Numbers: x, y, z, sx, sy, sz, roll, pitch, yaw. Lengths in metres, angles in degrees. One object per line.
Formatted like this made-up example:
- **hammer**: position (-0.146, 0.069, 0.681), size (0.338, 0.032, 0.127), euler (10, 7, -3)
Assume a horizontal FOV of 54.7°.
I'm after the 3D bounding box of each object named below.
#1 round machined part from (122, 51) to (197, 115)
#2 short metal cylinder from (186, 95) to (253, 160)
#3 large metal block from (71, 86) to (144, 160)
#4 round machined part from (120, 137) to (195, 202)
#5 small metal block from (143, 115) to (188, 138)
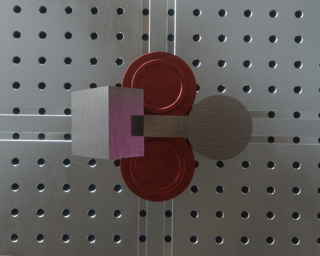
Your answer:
- **round machined part**: position (-0.001, -0.052, 0.405), size (0.099, 0.042, 0.097), euler (0, 90, 0)
- **short metal cylinder**: position (0.072, -0.001, 0.400), size (0.081, 0.050, 0.080), euler (0, 90, 0)
- **large metal block**: position (-0.065, -0.006, 0.380), size (0.050, 0.080, 0.080), euler (-1, 90, -45)
- **round machined part**: position (-0.003, 0.048, 0.405), size (0.099, 0.042, 0.097), euler (0, 90, 0)
- **small metal block**: position (0.007, -0.002, 0.379), size (0.050, 0.050, 0.025), euler (1, 90, 0)
